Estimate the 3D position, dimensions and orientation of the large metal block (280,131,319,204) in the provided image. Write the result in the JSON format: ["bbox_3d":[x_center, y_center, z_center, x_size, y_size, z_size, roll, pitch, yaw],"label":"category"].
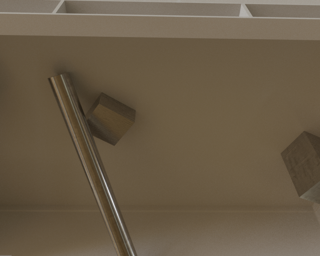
[{"bbox_3d":[0.227,0.060,0.428,0.080,0.080,0.050,20,127,-17],"label":"large metal block"}]

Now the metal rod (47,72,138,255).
[{"bbox_3d":[-0.076,0.076,0.398,0.025,0.025,0.298,-14,106,11],"label":"metal rod"}]

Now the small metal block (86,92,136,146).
[{"bbox_3d":[-0.067,-0.010,0.399,0.050,0.025,0.050,28,124,-23],"label":"small metal block"}]
